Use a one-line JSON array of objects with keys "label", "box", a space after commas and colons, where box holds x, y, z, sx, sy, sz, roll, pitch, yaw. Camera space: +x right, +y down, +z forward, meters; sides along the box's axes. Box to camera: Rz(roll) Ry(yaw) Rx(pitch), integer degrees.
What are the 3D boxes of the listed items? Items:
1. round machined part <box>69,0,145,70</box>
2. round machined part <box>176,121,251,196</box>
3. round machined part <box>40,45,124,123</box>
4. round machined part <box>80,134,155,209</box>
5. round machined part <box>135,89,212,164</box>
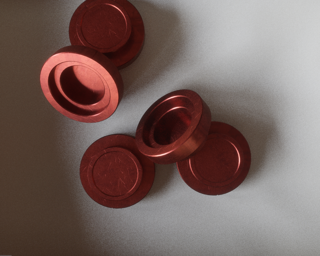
[{"label": "round machined part", "box": [-0.069, -0.125, 0.402, 0.099, 0.042, 0.097, 0, 90, -1]}, {"label": "round machined part", "box": [0.070, 0.040, 0.404, 0.099, 0.042, 0.097, 0, 90, -1]}, {"label": "round machined part", "box": [-0.093, -0.058, 0.386, 0.099, 0.042, 0.097, 6, 128, 8]}, {"label": "round machined part", "box": [-0.055, 0.057, 0.402, 0.099, 0.042, 0.097, 0, 90, -1]}, {"label": "round machined part", "box": [0.021, 0.003, 0.385, 0.098, 0.098, 0.042, -46, 127, 0]}]
